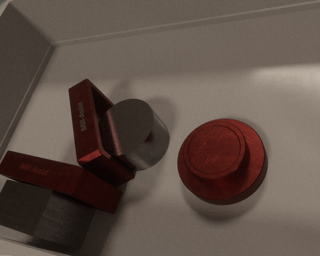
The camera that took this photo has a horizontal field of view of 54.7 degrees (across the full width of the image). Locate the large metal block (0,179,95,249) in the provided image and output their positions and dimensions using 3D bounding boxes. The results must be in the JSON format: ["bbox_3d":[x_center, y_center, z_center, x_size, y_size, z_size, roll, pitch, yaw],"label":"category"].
[{"bbox_3d":[-0.141,0.105,0.378,0.080,0.080,0.050,4,64,30],"label":"large metal block"}]

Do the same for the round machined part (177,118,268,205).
[{"bbox_3d":[0.065,0.031,0.341,0.098,0.042,0.098,-13,56,20],"label":"round machined part"}]

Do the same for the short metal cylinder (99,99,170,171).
[{"bbox_3d":[-0.034,0.009,0.400,0.080,0.050,0.080,-13,56,20],"label":"short metal cylinder"}]

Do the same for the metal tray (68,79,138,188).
[{"bbox_3d":[-0.077,0.007,0.414,0.030,0.090,0.130,-28,51,11],"label":"metal tray"}]

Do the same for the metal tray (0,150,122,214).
[{"bbox_3d":[-0.124,0.067,0.385,0.130,0.090,0.030,7,65,30],"label":"metal tray"}]
